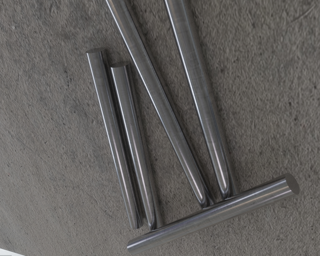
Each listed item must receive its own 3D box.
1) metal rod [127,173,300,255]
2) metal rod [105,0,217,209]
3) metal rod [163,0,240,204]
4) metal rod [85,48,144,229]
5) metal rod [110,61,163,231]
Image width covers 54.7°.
[{"bbox_3d":[0.049,0.130,0.427,0.025,0.025,0.299,48,129,-6],"label":"metal rod"},{"bbox_3d":[0.010,-0.017,0.390,0.025,0.025,0.299,-12,112,33],"label":"metal rod"},{"bbox_3d":[0.056,-0.018,0.365,0.025,0.025,0.298,-6,116,31],"label":"metal rod"},{"bbox_3d":[-0.060,0.033,0.458,0.025,0.025,0.298,5,121,25],"label":"metal rod"},{"bbox_3d":[-0.026,0.052,0.452,0.025,0.025,0.298,4,121,26],"label":"metal rod"}]
